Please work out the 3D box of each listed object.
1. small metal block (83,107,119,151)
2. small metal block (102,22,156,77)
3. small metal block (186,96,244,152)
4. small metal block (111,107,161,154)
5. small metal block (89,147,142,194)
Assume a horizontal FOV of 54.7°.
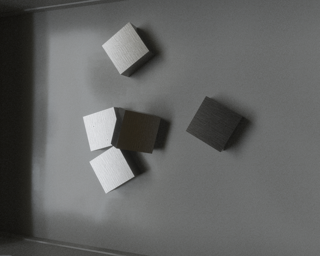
[{"bbox_3d":[-0.075,0.002,0.437,0.050,0.025,0.050,-16,84,19],"label":"small metal block"},{"bbox_3d":[-0.043,-0.107,0.426,0.050,0.025,0.050,-36,79,16],"label":"small metal block"},{"bbox_3d":[0.069,-0.005,0.386,0.050,0.025,0.050,32,100,17],"label":"small metal block"},{"bbox_3d":[-0.032,0.003,0.407,0.025,0.050,0.050,23,101,63],"label":"small metal block"},{"bbox_3d":[-0.062,0.055,0.432,0.050,0.025,0.050,-33,80,17],"label":"small metal block"}]
